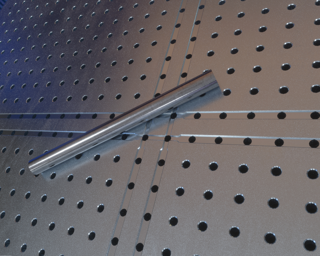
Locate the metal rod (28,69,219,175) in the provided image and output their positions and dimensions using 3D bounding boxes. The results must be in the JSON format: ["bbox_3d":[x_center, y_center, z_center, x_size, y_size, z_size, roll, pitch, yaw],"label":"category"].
[{"bbox_3d":[-0.059,-0.003,0.442,0.300,0.025,0.025,-26,53,12],"label":"metal rod"}]
